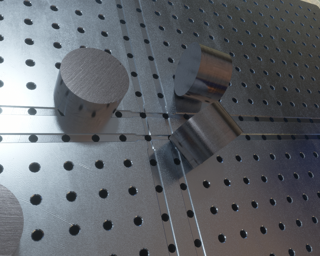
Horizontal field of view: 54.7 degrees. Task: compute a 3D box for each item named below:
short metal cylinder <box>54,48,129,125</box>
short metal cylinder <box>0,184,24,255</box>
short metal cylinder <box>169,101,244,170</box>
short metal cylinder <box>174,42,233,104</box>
[{"bbox_3d":[-0.084,-0.050,0.377,0.081,0.050,0.080,14,56,-21],"label":"short metal cylinder"},{"bbox_3d":[-0.158,0.087,0.254,0.081,0.050,0.080,14,56,-21],"label":"short metal cylinder"},{"bbox_3d":[0.059,0.010,0.398,0.081,0.080,0.050,-30,79,-38],"label":"short metal cylinder"},{"bbox_3d":[0.061,-0.079,0.454,0.050,0.080,0.080,14,56,-21],"label":"short metal cylinder"}]
